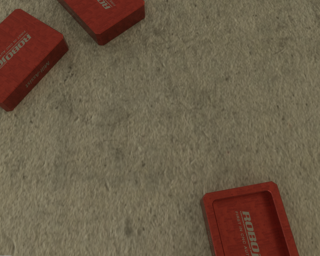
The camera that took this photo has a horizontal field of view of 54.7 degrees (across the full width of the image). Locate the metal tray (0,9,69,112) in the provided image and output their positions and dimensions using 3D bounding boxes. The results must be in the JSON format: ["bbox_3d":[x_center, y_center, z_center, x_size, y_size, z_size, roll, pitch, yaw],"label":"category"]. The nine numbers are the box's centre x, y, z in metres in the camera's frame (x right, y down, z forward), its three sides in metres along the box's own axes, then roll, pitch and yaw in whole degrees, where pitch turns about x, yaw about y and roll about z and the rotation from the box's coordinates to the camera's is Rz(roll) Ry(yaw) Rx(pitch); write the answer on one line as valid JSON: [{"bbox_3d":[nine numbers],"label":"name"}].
[{"bbox_3d":[-0.207,-0.098,0.439,0.090,0.030,0.130,33,73,11],"label":"metal tray"}]

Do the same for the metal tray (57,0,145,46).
[{"bbox_3d":[-0.096,-0.199,0.477,0.090,0.030,0.130,-39,75,-13],"label":"metal tray"}]

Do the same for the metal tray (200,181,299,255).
[{"bbox_3d":[0.105,0.134,0.357,0.091,0.030,0.129,-10,70,-4],"label":"metal tray"}]
